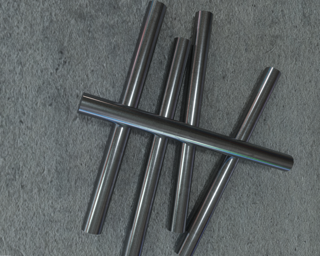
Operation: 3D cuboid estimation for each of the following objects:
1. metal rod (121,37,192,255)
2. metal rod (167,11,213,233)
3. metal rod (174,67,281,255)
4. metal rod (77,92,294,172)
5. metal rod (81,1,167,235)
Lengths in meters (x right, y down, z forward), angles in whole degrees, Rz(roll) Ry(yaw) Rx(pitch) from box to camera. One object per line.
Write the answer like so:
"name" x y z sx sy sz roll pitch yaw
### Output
"metal rod" -0.004 0.027 0.407 0.025 0.025 0.299 15 85 -20
"metal rod" 0.042 -0.010 0.424 0.025 0.025 0.298 9 87 -20
"metal rod" 0.101 0.044 0.446 0.025 0.025 0.299 32 80 -17
"metal rod" 0.047 0.011 0.398 0.302 0.025 0.025 16 85 -19
"metal rod" -0.043 -0.018 0.392 0.025 0.025 0.299 18 84 -19
